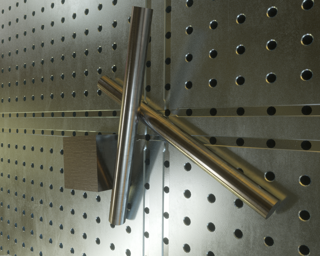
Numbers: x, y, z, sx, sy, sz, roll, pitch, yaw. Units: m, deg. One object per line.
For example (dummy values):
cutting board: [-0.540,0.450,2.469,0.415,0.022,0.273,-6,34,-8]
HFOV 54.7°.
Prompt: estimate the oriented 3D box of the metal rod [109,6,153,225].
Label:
metal rod: [-0.042,-0.002,0.411,0.025,0.025,0.298,24,114,37]

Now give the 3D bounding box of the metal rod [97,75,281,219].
metal rod: [0.014,0.007,0.395,0.300,0.025,0.025,37,113,33]

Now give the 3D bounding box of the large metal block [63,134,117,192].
large metal block: [-0.103,0.051,0.475,0.080,0.050,0.080,-4,87,39]
